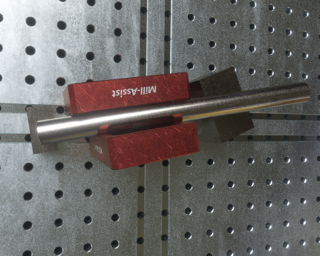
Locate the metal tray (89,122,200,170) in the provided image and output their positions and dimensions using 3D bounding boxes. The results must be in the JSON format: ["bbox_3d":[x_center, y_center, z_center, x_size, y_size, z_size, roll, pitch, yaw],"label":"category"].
[{"bbox_3d":[-0.025,0.015,0.348,0.091,0.130,0.030,-10,94,-20],"label":"metal tray"}]

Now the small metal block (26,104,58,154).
[{"bbox_3d":[-0.133,0.001,0.350,0.025,0.050,0.050,-9,93,-20],"label":"small metal block"}]

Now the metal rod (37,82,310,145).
[{"bbox_3d":[0.025,-0.019,0.343,0.302,0.025,0.025,-9,94,-11],"label":"metal rod"}]

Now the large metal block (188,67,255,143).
[{"bbox_3d":[0.067,-0.028,0.408,0.050,0.080,0.080,-24,98,-19],"label":"large metal block"}]

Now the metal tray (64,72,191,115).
[{"bbox_3d":[-0.042,-0.039,0.362,0.131,0.090,0.030,-10,95,-20],"label":"metal tray"}]
